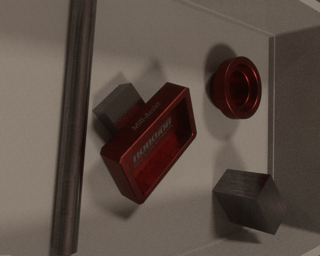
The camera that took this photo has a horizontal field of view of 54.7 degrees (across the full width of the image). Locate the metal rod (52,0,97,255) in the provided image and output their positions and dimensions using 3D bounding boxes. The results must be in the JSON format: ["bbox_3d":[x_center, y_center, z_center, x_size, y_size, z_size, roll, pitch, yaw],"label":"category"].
[{"bbox_3d":[-0.090,-0.020,0.332,0.025,0.025,0.298,6,86,-40],"label":"metal rod"}]

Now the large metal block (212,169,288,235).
[{"bbox_3d":[0.143,0.115,0.494,0.050,0.080,0.080,-47,118,-30],"label":"large metal block"}]

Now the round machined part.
[{"bbox_3d":[0.118,-0.063,0.497,0.099,0.042,0.097,0,90,-40],"label":"round machined part"}]

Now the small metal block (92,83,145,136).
[{"bbox_3d":[-0.044,-0.018,0.372,0.050,0.025,0.050,-50,120,-29],"label":"small metal block"}]

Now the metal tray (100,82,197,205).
[{"bbox_3d":[-0.006,0.017,0.378,0.131,0.030,0.090,-48,142,-29],"label":"metal tray"}]
